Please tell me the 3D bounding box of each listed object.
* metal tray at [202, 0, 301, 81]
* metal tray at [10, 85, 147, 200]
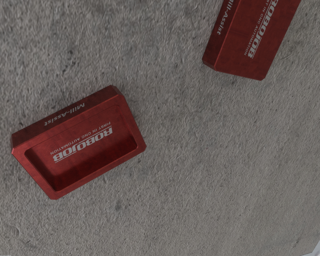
[{"bbox_3d":[0.117,-0.130,0.387,0.091,0.030,0.129,5,116,-31],"label":"metal tray"},{"bbox_3d":[-0.090,0.018,0.364,0.131,0.030,0.090,-29,128,-10],"label":"metal tray"}]
